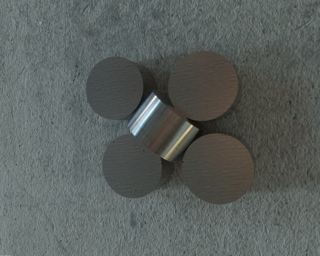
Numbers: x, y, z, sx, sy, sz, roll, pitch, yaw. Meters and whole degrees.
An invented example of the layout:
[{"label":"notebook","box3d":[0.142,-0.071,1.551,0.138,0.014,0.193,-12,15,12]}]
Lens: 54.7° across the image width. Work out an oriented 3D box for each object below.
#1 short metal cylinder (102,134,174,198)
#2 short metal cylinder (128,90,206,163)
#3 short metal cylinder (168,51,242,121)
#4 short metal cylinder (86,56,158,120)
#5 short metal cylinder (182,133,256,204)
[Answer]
[{"label":"short metal cylinder","box3d":[-0.027,0.047,0.404,0.080,0.050,0.079,0,90,19]},{"label":"short metal cylinder","box3d":[0.008,-0.003,0.378,0.080,0.080,0.050,41,103,15]},{"label":"short metal cylinder","box3d":[0.056,-0.048,0.375,0.080,0.050,0.079,0,90,19]},{"label":"short metal cylinder","box3d":[-0.050,-0.050,0.412,0.080,0.050,0.079,0,90,19]},{"label":"short metal cylinder","box3d":[0.072,0.046,0.370,0.080,0.050,0.079,0,90,19]}]
